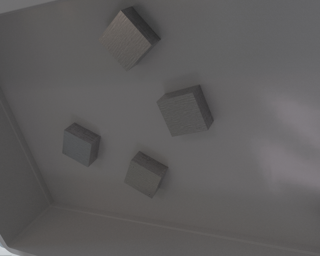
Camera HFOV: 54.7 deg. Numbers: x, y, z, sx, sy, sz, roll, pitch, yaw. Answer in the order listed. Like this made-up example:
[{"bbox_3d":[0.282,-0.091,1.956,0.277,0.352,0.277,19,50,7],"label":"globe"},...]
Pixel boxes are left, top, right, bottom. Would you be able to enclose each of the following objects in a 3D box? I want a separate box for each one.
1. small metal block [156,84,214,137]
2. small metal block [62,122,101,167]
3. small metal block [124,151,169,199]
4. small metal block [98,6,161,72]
[{"bbox_3d":[0.031,-0.020,0.380,0.050,0.025,0.050,-12,113,33],"label":"small metal block"},{"bbox_3d":[-0.125,0.027,0.491,0.050,0.025,0.050,26,128,11],"label":"small metal block"},{"bbox_3d":[-0.021,0.070,0.464,0.050,0.025,0.050,28,128,10],"label":"small metal block"},{"bbox_3d":[-0.036,-0.104,0.364,0.050,0.025,0.050,48,129,-6],"label":"small metal block"}]
